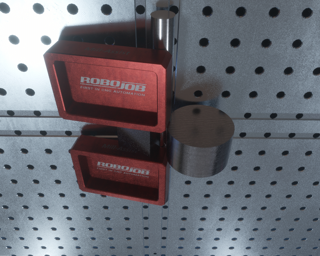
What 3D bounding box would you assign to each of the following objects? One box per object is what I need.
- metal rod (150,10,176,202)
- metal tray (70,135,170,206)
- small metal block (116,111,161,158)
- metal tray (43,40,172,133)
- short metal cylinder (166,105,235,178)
[{"bbox_3d":[0.002,0.000,0.406,0.025,0.025,0.298,0,130,0],"label":"metal rod"},{"bbox_3d":[-0.053,0.061,0.437,0.131,0.030,0.089,8,131,9],"label":"metal tray"},{"bbox_3d":[-0.027,0.004,0.396,0.050,0.025,0.050,22,135,23],"label":"small metal block"},{"bbox_3d":[-0.054,-0.045,0.346,0.131,0.030,0.089,8,131,9],"label":"metal tray"},{"bbox_3d":[0.048,0.015,0.384,0.081,0.080,0.050,0,130,0],"label":"short metal cylinder"}]
